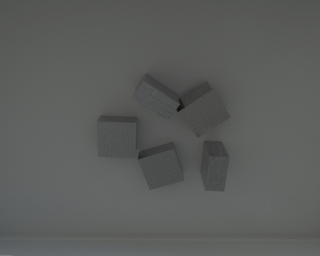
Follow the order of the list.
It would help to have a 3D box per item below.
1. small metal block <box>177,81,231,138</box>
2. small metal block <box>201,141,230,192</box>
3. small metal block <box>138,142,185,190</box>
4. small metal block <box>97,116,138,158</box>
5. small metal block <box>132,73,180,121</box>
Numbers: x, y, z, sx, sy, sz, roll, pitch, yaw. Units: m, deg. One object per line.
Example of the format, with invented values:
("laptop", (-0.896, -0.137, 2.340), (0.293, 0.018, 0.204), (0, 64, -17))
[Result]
("small metal block", (0.054, -0.023, 0.397), (0.050, 0.025, 0.050), (-33, 123, 11))
("small metal block", (0.073, 0.050, 0.418), (0.025, 0.050, 0.050), (3, 110, -2))
("small metal block", (0.002, 0.053, 0.431), (0.050, 0.025, 0.050), (-17, 110, 5))
("small metal block", (-0.056, 0.012, 0.415), (0.050, 0.025, 0.050), (2, 110, -1))
("small metal block", (-0.004, -0.040, 0.383), (0.050, 0.050, 0.025), (32, 107, -11))
